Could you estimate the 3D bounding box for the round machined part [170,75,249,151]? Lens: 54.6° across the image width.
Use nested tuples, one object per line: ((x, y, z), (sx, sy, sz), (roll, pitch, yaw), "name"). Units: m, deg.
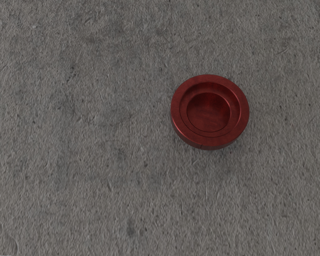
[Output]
((0.062, -0.017, 0.406), (0.099, 0.042, 0.098), (0, 70, 0), "round machined part")
